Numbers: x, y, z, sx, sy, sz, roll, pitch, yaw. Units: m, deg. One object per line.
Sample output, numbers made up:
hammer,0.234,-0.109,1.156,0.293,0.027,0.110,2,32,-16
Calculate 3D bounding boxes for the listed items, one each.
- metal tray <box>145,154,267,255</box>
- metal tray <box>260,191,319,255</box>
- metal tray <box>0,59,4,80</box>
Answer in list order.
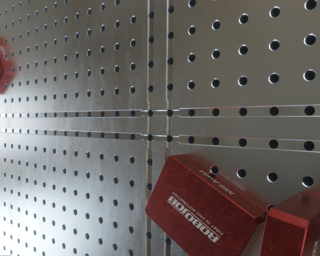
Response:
metal tray,0.048,0.101,0.367,0.130,0.030,0.089,35,111,34
metal tray,0.115,0.128,0.272,0.030,0.091,0.129,13,99,39
metal tray,-0.433,-0.159,0.767,0.090,0.030,0.130,-42,65,32
